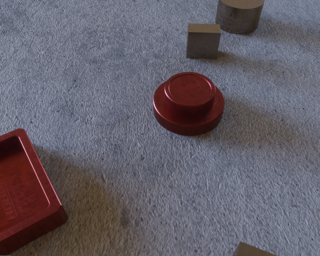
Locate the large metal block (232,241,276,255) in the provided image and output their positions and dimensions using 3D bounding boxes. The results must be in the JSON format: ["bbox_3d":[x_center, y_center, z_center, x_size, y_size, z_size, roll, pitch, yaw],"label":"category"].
[{"bbox_3d":[0.090,0.143,0.248,0.080,0.080,0.050,18,52,14],"label":"large metal block"}]

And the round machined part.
[{"bbox_3d":[0.040,-0.040,0.426,0.099,0.042,0.098,0,50,0],"label":"round machined part"}]

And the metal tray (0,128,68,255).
[{"bbox_3d":[-0.170,0.067,0.340,0.091,0.030,0.130,-26,55,-21],"label":"metal tray"}]

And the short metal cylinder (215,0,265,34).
[{"bbox_3d":[0.146,-0.218,0.572,0.081,0.050,0.080,0,50,0],"label":"short metal cylinder"}]

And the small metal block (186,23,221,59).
[{"bbox_3d":[0.070,-0.142,0.507,0.050,0.050,0.025,2,50,1],"label":"small metal block"}]
